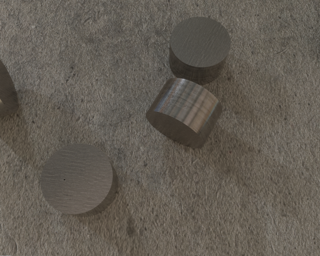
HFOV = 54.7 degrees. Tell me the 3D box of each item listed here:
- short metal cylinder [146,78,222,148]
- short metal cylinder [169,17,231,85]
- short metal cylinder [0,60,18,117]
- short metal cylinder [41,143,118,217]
[{"bbox_3d":[0.030,-0.017,0.385,0.080,0.080,0.050,28,73,9],"label":"short metal cylinder"},{"bbox_3d":[0.054,-0.107,0.434,0.081,0.050,0.080,0,70,0],"label":"short metal cylinder"},{"bbox_3d":[-0.225,-0.050,0.396,0.050,0.080,0.080,-18,71,-6],"label":"short metal cylinder"},{"bbox_3d":[-0.093,0.064,0.371,0.081,0.050,0.080,0,70,0],"label":"short metal cylinder"}]
